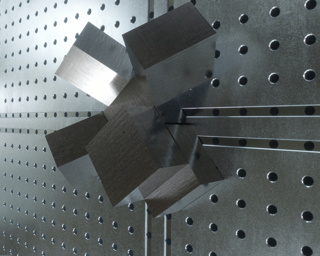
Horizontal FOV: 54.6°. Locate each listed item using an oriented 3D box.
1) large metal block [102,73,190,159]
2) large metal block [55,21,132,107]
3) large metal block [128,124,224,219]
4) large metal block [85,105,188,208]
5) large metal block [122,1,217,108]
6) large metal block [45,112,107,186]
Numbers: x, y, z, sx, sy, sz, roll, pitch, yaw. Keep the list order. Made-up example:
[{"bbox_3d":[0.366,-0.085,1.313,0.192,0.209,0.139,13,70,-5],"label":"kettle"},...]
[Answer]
[{"bbox_3d":[-0.021,-0.014,0.411,0.080,0.050,0.080,-46,63,30],"label":"large metal block"},{"bbox_3d":[-0.084,-0.088,0.424,0.050,0.080,0.080,-45,24,31],"label":"large metal block"},{"bbox_3d":[0.016,0.052,0.380,0.080,0.050,0.080,-43,63,30],"label":"large metal block"},{"bbox_3d":[-0.029,0.031,0.351,0.080,0.050,0.080,-44,64,30],"label":"large metal block"},{"bbox_3d":[0.013,-0.078,0.343,0.080,0.080,0.050,-28,66,-6],"label":"large metal block"},{"bbox_3d":[-0.105,0.032,0.442,0.050,0.080,0.080,60,165,24],"label":"large metal block"}]
